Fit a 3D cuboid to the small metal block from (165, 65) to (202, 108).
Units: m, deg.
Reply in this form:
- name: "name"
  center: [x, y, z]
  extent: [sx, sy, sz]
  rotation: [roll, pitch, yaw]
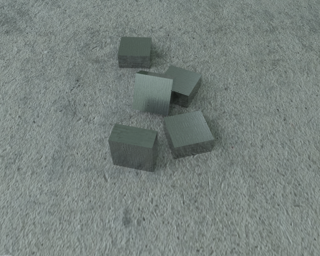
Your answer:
- name: "small metal block"
  center: [0.028, -0.062, 0.455]
  extent: [0.050, 0.025, 0.050]
  rotation: [21, 53, 16]

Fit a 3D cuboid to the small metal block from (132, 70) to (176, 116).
- name: "small metal block"
  center: [-0.008, -0.048, 0.424]
  extent: [0.050, 0.050, 0.025]
  rotation: [11, 21, 9]

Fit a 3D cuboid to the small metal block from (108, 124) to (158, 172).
- name: "small metal block"
  center: [-0.030, 0.024, 0.366]
  extent: [0.050, 0.050, 0.025]
  rotation: [10, 51, 8]

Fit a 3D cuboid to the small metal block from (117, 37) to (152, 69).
- name: "small metal block"
  center: [-0.040, -0.124, 0.507]
  extent: [0.050, 0.025, 0.050]
  rotation: [2, 50, 1]

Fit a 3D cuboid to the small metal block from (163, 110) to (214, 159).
- name: "small metal block"
  center: [0.035, 0.008, 0.396]
  extent: [0.050, 0.025, 0.050]
  rotation: [-11, 51, -9]
